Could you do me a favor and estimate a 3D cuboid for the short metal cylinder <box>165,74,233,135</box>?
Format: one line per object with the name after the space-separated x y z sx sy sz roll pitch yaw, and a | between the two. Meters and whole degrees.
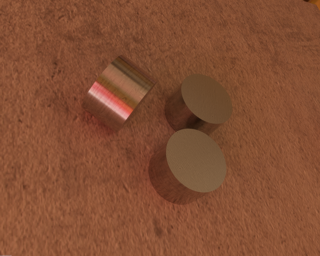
0.054 -0.029 0.436 0.081 0.050 0.080 14 56 -21 | short metal cylinder

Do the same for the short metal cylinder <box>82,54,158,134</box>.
-0.047 -0.040 0.369 0.050 0.080 0.080 38 51 -4 | short metal cylinder

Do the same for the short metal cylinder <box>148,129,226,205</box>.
0.033 0.048 0.378 0.081 0.050 0.080 14 56 -21 | short metal cylinder
